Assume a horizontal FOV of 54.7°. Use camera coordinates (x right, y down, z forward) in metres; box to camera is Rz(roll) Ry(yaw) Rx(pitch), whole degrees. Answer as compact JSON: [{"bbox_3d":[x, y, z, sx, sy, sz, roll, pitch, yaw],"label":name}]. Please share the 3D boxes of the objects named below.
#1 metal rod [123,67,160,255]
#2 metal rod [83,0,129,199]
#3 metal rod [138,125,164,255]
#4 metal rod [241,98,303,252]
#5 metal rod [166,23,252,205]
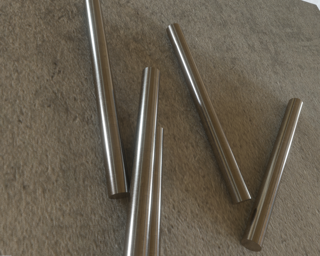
[{"bbox_3d":[-0.019,0.053,0.339,0.025,0.025,0.300,16,56,-20],"label":"metal rod"},{"bbox_3d":[-0.073,-0.058,0.400,0.025,0.025,0.299,2,61,-28],"label":"metal rod"},{"bbox_3d":[-0.012,0.130,0.319,0.025,0.025,0.299,16,55,-20],"label":"metal rod"},{"bbox_3d":[0.180,0.049,0.473,0.025,0.025,0.301,38,51,-3],"label":"metal rod"},{"bbox_3d":[0.065,-0.035,0.462,0.025,0.025,0.299,-4,64,-30],"label":"metal rod"}]
